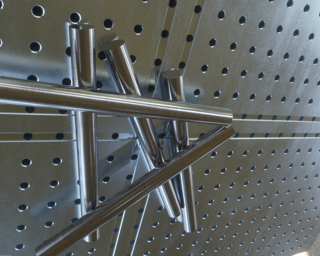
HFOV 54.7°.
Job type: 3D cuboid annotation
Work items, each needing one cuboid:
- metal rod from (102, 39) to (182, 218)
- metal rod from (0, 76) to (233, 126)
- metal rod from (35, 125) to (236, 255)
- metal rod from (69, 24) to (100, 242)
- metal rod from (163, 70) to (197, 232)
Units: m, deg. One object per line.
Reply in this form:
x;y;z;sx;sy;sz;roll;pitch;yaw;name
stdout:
-0.012;0.024;0.420;0.025;0.025;0.299;-27;128;-12;metal rod
-0.039;-0.026;0.343;0.302;0.025;0.025;5;116;-31;metal rod
-0.027;0.082;0.416;0.301;0.025;0.025;-33;129;-7;metal rod
-0.089;0.028;0.380;0.025;0.025;0.298;-9;123;-24;metal rod
0.035;0.055;0.466;0.025;0.025;0.298;-21;127;-16;metal rod
